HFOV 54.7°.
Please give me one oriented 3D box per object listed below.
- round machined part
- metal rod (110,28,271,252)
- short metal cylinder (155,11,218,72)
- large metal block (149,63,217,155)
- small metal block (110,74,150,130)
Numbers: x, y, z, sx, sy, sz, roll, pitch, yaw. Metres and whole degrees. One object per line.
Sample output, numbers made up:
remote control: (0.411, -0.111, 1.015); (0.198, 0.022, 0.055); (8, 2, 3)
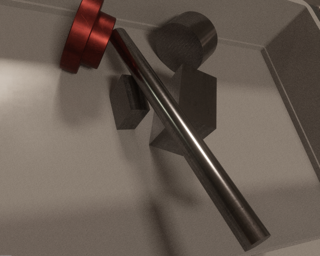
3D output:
round machined part: (-0.086, -0.112, 0.382); (0.042, 0.097, 0.098); (21, 54, -16)
metal rod: (0.012, -0.014, 0.329); (0.025, 0.025, 0.299); (-9, 51, -32)
short metal cylinder: (0.041, -0.130, 0.474); (0.080, 0.080, 0.050); (42, 51, 0)
large metal block: (0.029, -0.021, 0.401); (0.050, 0.080, 0.080); (20, 54, -17)
small metal block: (-0.039, -0.032, 0.389); (0.025, 0.050, 0.050); (-2, 63, -30)
